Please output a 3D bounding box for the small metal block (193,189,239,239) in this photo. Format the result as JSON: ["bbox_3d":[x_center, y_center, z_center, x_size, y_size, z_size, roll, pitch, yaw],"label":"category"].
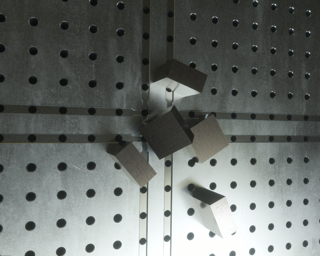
[{"bbox_3d":[0.076,0.117,0.427,0.025,0.050,0.050,-25,98,-18],"label":"small metal block"}]

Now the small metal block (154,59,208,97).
[{"bbox_3d":[0.026,-0.065,0.409,0.050,0.050,0.025,22,83,-19],"label":"small metal block"}]

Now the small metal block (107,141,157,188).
[{"bbox_3d":[-0.036,0.043,0.386,0.025,0.050,0.050,-41,103,-15],"label":"small metal block"}]

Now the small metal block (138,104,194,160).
[{"bbox_3d":[0.009,0.006,0.402,0.050,0.025,0.050,-29,103,21],"label":"small metal block"}]

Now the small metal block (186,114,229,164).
[{"bbox_3d":[0.061,0.014,0.435,0.050,0.025,0.050,-32,101,-17],"label":"small metal block"}]
